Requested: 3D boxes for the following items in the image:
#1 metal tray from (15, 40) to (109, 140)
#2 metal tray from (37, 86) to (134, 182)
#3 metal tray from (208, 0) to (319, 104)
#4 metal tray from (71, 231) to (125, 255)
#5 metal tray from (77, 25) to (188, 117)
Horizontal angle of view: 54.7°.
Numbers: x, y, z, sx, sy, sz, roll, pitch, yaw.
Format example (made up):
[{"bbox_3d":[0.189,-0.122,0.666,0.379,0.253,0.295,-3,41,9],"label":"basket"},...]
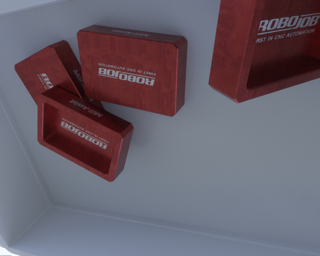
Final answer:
[{"bbox_3d":[-0.141,-0.049,0.450,0.090,0.030,0.129,-14,111,34],"label":"metal tray"},{"bbox_3d":[-0.106,0.009,0.427,0.130,0.030,0.089,26,128,11],"label":"metal tray"},{"bbox_3d":[0.102,-0.078,0.241,0.030,0.131,0.089,42,139,43],"label":"metal tray"},{"bbox_3d":[-0.113,0.274,0.637,0.090,0.030,0.130,-21,107,36],"label":"metal tray"},{"bbox_3d":[-0.035,-0.071,0.380,0.130,0.030,0.089,14,124,20],"label":"metal tray"}]
